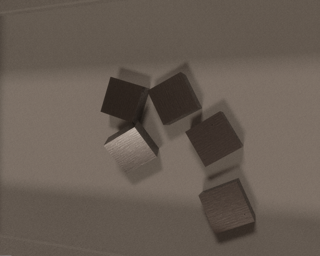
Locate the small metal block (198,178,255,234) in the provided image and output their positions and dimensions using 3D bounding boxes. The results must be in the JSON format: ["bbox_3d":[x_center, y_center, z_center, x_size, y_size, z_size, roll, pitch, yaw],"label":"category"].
[{"bbox_3d":[0.083,0.095,0.381,0.050,0.025,0.050,-25,82,18],"label":"small metal block"}]

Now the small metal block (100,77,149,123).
[{"bbox_3d":[-0.048,-0.038,0.426,0.050,0.025,0.050,19,96,18],"label":"small metal block"}]

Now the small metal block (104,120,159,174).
[{"bbox_3d":[-0.037,0.025,0.412,0.050,0.025,0.050,-30,107,17],"label":"small metal block"}]

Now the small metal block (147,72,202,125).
[{"bbox_3d":[0.019,-0.037,0.403,0.050,0.025,0.050,-28,81,17],"label":"small metal block"}]

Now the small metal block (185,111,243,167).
[{"bbox_3d":[0.068,0.014,0.386,0.050,0.025,0.050,-32,80,17],"label":"small metal block"}]
